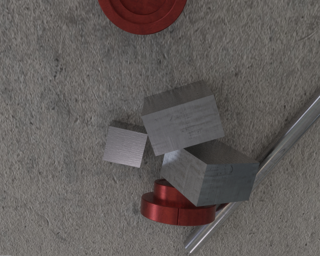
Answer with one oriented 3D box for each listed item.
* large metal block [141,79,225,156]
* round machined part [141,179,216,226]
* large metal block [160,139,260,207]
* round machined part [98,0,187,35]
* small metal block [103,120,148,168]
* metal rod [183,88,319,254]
[{"bbox_3d":[0.026,-0.015,0.375,0.080,0.080,0.050,-17,109,6],"label":"large metal block"},{"bbox_3d":[0.025,0.093,0.409,0.099,0.098,0.042,5,90,-2],"label":"round machined part"},{"bbox_3d":[0.059,0.050,0.382,0.081,0.080,0.050,2,107,-32],"label":"large metal block"},{"bbox_3d":[-0.019,-0.155,0.343,0.099,0.042,0.097,0,110,0],"label":"round machined part"},{"bbox_3d":[-0.046,0.021,0.417,0.050,0.025,0.050,12,110,-5],"label":"small metal block"},{"bbox_3d":[0.131,0.069,0.436,0.025,0.025,0.299,33,107,-12],"label":"metal rod"}]
